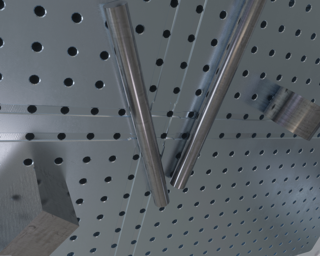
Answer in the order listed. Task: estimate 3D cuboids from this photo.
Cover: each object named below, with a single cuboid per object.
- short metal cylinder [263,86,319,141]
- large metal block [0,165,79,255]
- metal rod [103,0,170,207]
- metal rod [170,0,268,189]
[{"bbox_3d":[0.208,-0.023,0.475,0.081,0.080,0.050,18,109,-35],"label":"short metal cylinder"},{"bbox_3d":[-0.149,0.105,0.359,0.080,0.080,0.050,-45,129,3],"label":"large metal block"},{"bbox_3d":[-0.021,-0.005,0.396,0.025,0.025,0.298,-22,127,-15],"label":"metal rod"},{"bbox_3d":[0.076,-0.043,0.425,0.025,0.025,0.298,7,115,-32],"label":"metal rod"}]
